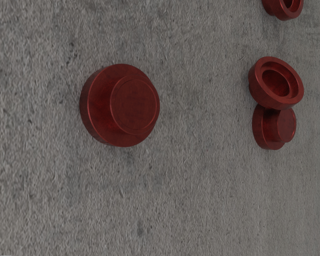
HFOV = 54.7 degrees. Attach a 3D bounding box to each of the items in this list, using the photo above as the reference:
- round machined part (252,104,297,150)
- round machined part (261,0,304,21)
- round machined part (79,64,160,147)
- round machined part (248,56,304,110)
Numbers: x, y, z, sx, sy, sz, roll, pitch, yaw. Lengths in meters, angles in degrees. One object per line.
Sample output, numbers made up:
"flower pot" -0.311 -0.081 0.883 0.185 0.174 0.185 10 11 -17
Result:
"round machined part" 0.217 -0.008 0.576 0.099 0.042 0.097 0 90 -40
"round machined part" 0.227 -0.251 0.583 0.099 0.042 0.097 0 90 -40
"round machined part" -0.039 -0.026 0.361 0.099 0.042 0.097 0 90 -40
"round machined part" 0.195 -0.073 0.538 0.099 0.042 0.098 10 60 -17
